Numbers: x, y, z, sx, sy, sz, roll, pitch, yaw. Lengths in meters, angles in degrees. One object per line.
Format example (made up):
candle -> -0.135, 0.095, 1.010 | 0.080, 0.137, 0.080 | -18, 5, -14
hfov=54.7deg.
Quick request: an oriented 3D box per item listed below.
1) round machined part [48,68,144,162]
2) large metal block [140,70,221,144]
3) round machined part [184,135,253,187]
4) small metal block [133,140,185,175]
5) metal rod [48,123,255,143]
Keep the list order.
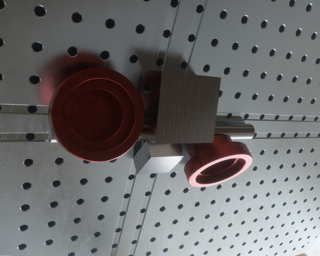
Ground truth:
round machined part -> -0.070, -0.014, 0.337 | 0.099, 0.042, 0.097 | -2, 93, -29
large metal block -> 0.022, -0.026, 0.376 | 0.081, 0.050, 0.079 | 1, 100, -29
round machined part -> 0.082, 0.046, 0.458 | 0.099, 0.042, 0.098 | -14, 148, -9
small metal block -> -0.002, 0.040, 0.422 | 0.050, 0.025, 0.050 | 1, 147, -29
metal rod -> 0.009, 0.005, 0.420 | 0.303, 0.025, 0.025 | 0, 118, -29
